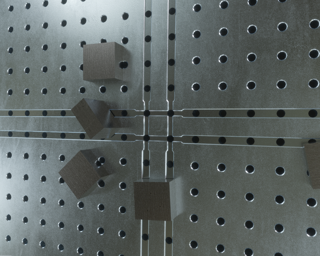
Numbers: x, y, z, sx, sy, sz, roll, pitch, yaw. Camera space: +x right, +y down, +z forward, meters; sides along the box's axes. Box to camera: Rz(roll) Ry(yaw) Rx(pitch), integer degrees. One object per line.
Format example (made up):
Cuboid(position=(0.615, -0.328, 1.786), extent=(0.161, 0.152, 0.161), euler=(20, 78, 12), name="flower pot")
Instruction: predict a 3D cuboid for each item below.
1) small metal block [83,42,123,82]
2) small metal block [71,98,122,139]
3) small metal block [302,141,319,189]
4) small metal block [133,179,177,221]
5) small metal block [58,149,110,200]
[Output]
Cuboid(position=(-0.081, -0.093, 0.442), extent=(0.050, 0.025, 0.050), euler=(0, 90, 20), name="small metal block")
Cuboid(position=(-0.087, -0.012, 0.431), extent=(0.025, 0.050, 0.050), euler=(-39, 78, 16), name="small metal block")
Cuboid(position=(0.191, 0.038, 0.345), extent=(0.050, 0.025, 0.050), euler=(-11, 86, 19), name="small metal block")
Cuboid(position=(-0.006, 0.095, 0.415), extent=(0.050, 0.025, 0.050), euler=(-3, 89, 20), name="small metal block")
Cuboid(position=(-0.111, 0.067, 0.452), extent=(0.050, 0.025, 0.050), euler=(-44, 77, 15), name="small metal block")
